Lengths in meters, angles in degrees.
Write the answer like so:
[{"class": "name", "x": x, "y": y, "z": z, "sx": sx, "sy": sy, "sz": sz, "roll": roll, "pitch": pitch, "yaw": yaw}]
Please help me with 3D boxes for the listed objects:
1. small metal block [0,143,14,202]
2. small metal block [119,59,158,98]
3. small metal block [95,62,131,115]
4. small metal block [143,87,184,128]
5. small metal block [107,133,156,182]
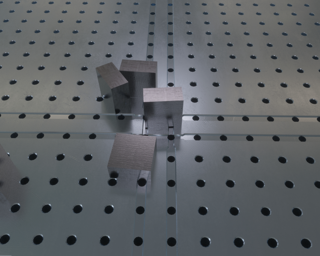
[{"class": "small metal block", "x": -0.190, "y": 0.050, "z": 0.349, "sx": 0.025, "sy": 0.050, "sz": 0.050, "roll": -7, "pitch": 51, "yaw": -6}, {"class": "small metal block", "x": -0.030, "y": -0.070, "z": 0.451, "sx": 0.050, "sy": 0.050, "sz": 0.025, "roll": 4, "pitch": 50, "yaw": 3}, {"class": "small metal block", "x": -0.065, "y": -0.056, "z": 0.439, "sx": 0.025, "sy": 0.050, "sz": 0.050, "roll": -25, "pitch": 55, "yaw": -19}, {"class": "small metal block", "x": 0.004, "y": -0.027, "z": 0.415, "sx": 0.050, "sy": 0.050, "sz": 0.025, "roll": -3, "pitch": 50, "yaw": -2}, {"class": "small metal block", "x": -0.032, "y": 0.035, "z": 0.378, "sx": 0.050, "sy": 0.025, "sz": 0.050, "roll": 5, "pitch": 50, "yaw": 4}]
